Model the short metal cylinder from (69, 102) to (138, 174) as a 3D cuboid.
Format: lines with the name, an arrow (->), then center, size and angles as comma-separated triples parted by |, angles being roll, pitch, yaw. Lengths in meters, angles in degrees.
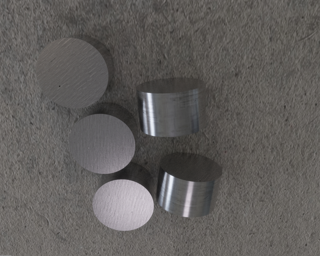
short metal cylinder -> -0.070, 0.012, 0.400 | 0.081, 0.050, 0.079 | 0, 110, 0

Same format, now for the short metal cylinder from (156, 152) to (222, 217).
short metal cylinder -> 0.037, 0.072, 0.407 | 0.081, 0.080, 0.050 | 6, 110, -2

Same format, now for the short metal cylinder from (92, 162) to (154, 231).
short metal cylinder -> -0.048, 0.094, 0.430 | 0.081, 0.050, 0.079 | 0, 110, 0

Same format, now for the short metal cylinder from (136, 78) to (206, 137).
short metal cylinder -> 0.014, -0.027, 0.370 | 0.080, 0.080, 0.050 | -4, 110, 1

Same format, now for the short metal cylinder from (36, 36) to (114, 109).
short metal cylinder -> -0.098, -0.069, 0.370 | 0.081, 0.050, 0.079 | 0, 110, 0
